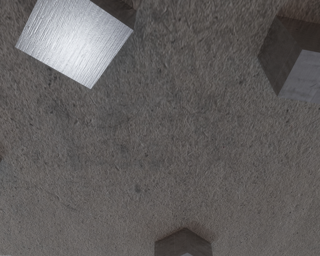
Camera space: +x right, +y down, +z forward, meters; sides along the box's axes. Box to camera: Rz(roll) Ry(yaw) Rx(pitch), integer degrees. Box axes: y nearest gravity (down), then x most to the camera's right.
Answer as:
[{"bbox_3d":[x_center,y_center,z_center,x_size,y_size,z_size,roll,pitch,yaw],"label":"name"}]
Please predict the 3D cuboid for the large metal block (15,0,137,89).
[{"bbox_3d":[-0.080,-0.099,0.306,0.080,0.050,0.080,30,124,-23],"label":"large metal block"}]

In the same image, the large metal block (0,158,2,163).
[{"bbox_3d":[-0.291,0.057,0.437,0.080,0.050,0.080,-31,124,23],"label":"large metal block"}]

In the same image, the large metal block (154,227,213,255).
[{"bbox_3d":[0.046,0.246,0.601,0.080,0.050,0.080,-35,122,26],"label":"large metal block"}]

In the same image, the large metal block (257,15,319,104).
[{"bbox_3d":[0.156,-0.068,0.314,0.081,0.080,0.050,8,130,-7],"label":"large metal block"}]
